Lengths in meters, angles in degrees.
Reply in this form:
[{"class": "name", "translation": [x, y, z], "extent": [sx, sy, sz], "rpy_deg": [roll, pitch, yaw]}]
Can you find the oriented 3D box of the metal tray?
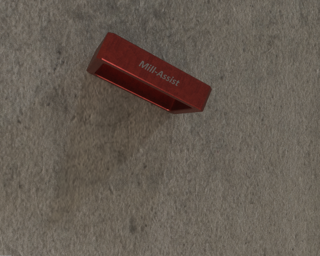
[{"class": "metal tray", "translation": [-0.016, -0.058, 0.369], "extent": [0.131, 0.090, 0.030], "rpy_deg": [25, 82, -19]}]
